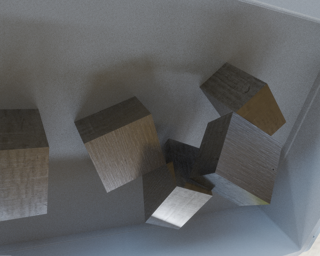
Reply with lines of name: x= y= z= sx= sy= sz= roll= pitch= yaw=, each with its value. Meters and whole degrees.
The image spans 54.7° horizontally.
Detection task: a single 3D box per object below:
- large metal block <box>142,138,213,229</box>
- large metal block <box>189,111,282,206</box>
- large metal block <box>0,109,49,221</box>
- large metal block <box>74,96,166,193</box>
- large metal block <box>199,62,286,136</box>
large metal block: x=0.019 y=0.075 z=0.412 sx=0.050 sy=0.080 sz=0.080 roll=19 pitch=126 yaw=-22
large metal block: x=0.093 y=0.039 z=0.375 sx=0.080 sy=0.050 sz=0.080 roll=31 pitch=63 yaw=-17
large metal block: x=-0.146 y=0.034 z=0.315 sx=0.050 sy=0.080 sz=0.079 roll=-3 pitch=120 yaw=-28
large metal block: x=-0.047 y=0.019 z=0.380 sx=0.081 sy=0.050 sz=0.080 roll=-25 pitch=128 yaw=-13
large metal block: x=0.111 y=-0.032 z=0.416 sx=0.050 sy=0.080 sz=0.080 roll=-43 pitch=130 yaw=1
